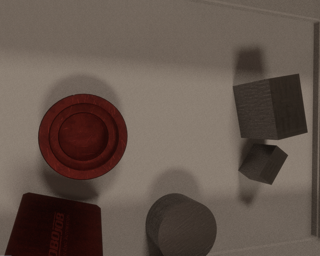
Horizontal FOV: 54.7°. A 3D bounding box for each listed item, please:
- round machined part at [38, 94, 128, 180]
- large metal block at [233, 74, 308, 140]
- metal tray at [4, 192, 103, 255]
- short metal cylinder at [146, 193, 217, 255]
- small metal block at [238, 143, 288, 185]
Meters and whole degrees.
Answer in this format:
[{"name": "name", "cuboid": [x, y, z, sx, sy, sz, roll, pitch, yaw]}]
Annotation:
[{"name": "round machined part", "cuboid": [-0.092, 0.010, 0.368, 0.099, 0.042, 0.097, 0, 90, -21]}, {"name": "large metal block", "cuboid": [0.153, -0.028, 0.440, 0.050, 0.080, 0.079, -12, 94, -20]}, {"name": "metal tray", "cuboid": [-0.107, 0.125, 0.316, 0.091, 0.130, 0.030, 16, 111, -20]}, {"name": "short metal cylinder", "cuboid": [0.027, 0.131, 0.409, 0.081, 0.050, 0.079, 0, 90, -21]}, {"name": "small metal block", "cuboid": [0.150, 0.052, 0.455, 0.025, 0.050, 0.050, 37, 78, -17]}]
